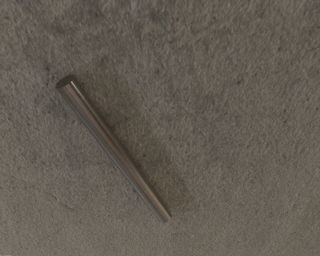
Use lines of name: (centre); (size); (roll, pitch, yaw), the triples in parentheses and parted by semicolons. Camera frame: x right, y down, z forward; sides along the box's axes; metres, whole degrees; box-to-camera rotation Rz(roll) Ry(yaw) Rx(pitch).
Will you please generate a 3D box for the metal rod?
metal rod: (-0.051, 0.050, 0.449); (0.025, 0.025, 0.299); (-19, 128, 15)
